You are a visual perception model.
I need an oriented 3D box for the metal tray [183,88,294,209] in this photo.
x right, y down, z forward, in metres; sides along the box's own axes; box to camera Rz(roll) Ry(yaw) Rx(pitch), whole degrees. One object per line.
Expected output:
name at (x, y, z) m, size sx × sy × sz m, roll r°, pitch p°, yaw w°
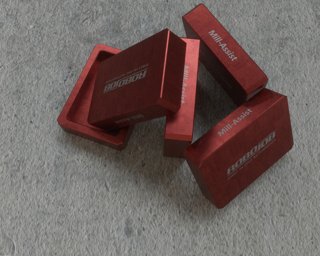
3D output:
metal tray at (0.098, 0.025, 0.367) m, size 0.131 × 0.090 × 0.030 m, roll -37°, pitch 39°, yaw -12°

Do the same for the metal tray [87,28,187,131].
metal tray at (-0.031, -0.052, 0.368) m, size 0.130 × 0.030 × 0.090 m, roll -13°, pitch 63°, yaw 43°

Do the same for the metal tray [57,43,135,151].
metal tray at (-0.068, -0.044, 0.422) m, size 0.090 × 0.030 × 0.130 m, roll 19°, pitch 71°, yaw 6°

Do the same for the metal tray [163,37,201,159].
metal tray at (0.026, -0.035, 0.388) m, size 0.030 × 0.090 × 0.130 m, roll 6°, pitch 71°, yaw 2°

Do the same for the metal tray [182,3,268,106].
metal tray at (0.083, -0.088, 0.406) m, size 0.030 × 0.090 × 0.130 m, roll -36°, pitch 74°, yaw 3°
